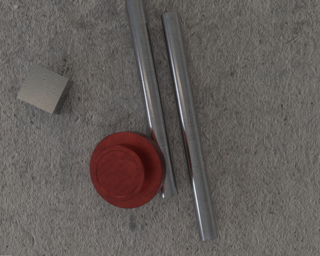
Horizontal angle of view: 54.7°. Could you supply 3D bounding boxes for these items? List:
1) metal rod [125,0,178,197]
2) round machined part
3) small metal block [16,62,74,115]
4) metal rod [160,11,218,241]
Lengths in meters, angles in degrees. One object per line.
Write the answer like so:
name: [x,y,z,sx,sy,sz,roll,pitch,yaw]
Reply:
metal rod: [-0.014,-0.059,0.409,0.025,0.025,0.298,-10,90,0]
round machined part: [-0.045,0.054,0.388,0.098,0.042,0.097,1,93,16]
small metal block: [-0.150,-0.051,0.409,0.050,0.025,0.050,25,90,0]
metal rod: [0.039,-0.002,0.410,0.025,0.025,0.298,-10,90,0]
